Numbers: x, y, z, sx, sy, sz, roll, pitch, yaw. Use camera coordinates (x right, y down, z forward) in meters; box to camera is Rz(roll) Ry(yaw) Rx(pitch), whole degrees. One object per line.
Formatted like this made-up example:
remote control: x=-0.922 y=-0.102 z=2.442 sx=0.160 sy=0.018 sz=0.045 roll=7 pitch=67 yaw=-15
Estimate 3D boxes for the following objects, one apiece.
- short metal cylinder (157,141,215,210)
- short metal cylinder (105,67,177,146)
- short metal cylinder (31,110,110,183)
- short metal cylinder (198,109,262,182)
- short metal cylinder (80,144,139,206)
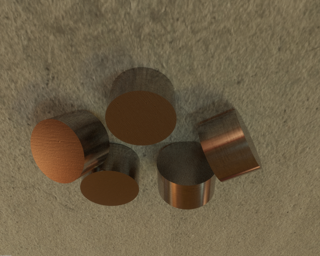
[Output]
short metal cylinder: x=0.037 y=0.064 z=0.426 sx=0.081 sy=0.080 sz=0.050 roll=-2 pitch=130 yaw=1
short metal cylinder: x=-0.022 y=-0.025 z=0.369 sx=0.081 sy=0.050 sz=0.079 roll=0 pitch=130 yaw=0
short metal cylinder: x=-0.111 y=0.022 z=0.384 sx=0.080 sy=0.050 sz=0.079 roll=7 pitch=108 yaw=23
short metal cylinder: x=0.089 y=0.022 z=0.392 sx=0.050 sy=0.080 sz=0.080 roll=-24 pitch=126 yaw=19
short metal cylinder: x=-0.070 y=0.068 z=0.447 sx=0.081 sy=0.050 sz=0.079 roll=-1 pitch=132 yaw=-1
